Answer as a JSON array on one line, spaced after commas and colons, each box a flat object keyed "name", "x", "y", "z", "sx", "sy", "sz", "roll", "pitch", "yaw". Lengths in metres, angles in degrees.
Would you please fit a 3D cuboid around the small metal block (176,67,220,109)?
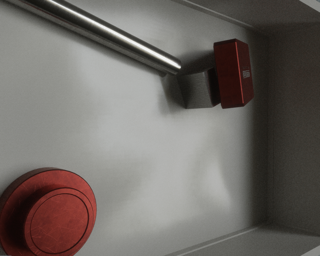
[{"name": "small metal block", "x": 0.056, "y": -0.055, "z": 0.440, "sx": 0.025, "sy": 0.050, "sz": 0.050, "roll": -30, "pitch": 109, "yaw": -36}]

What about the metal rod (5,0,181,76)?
[{"name": "metal rod", "x": -0.092, "y": -0.117, "z": 0.330, "sx": 0.302, "sy": 0.025, "sz": 0.025, "roll": 17, "pitch": 80, "yaw": -39}]

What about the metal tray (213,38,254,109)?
[{"name": "metal tray", "x": 0.115, "y": -0.082, "z": 0.466, "sx": 0.131, "sy": 0.030, "sz": 0.089, "roll": -26, "pitch": 109, "yaw": -65}]

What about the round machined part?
[{"name": "round machined part", "x": -0.107, "y": 0.090, "z": 0.308, "sx": 0.099, "sy": 0.042, "sz": 0.097, "roll": 0, "pitch": 90, "yaw": -40}]
